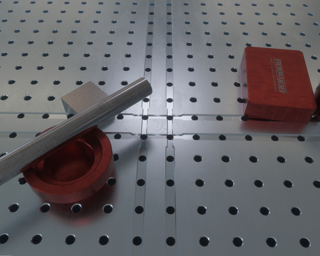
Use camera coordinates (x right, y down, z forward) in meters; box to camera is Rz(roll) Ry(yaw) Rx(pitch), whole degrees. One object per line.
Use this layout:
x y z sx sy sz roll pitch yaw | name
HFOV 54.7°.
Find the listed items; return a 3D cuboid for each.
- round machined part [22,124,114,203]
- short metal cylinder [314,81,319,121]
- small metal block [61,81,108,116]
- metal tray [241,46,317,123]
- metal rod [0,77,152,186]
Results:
-0.103 0.043 0.360 0.099 0.042 0.098 0 50 0 | round machined part
0.258 -0.042 0.429 0.081 0.050 0.080 0 50 0 | short metal cylinder
-0.101 -0.033 0.435 0.050 0.025 0.050 -37 59 -27 | small metal block
0.172 -0.069 0.464 0.091 0.030 0.130 6 50 5 | metal tray
-0.131 0.023 0.332 0.302 0.025 0.025 -34 58 -25 | metal rod
